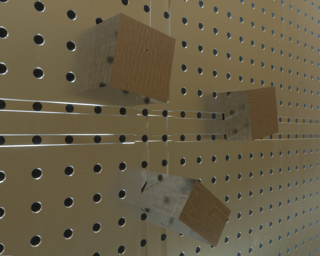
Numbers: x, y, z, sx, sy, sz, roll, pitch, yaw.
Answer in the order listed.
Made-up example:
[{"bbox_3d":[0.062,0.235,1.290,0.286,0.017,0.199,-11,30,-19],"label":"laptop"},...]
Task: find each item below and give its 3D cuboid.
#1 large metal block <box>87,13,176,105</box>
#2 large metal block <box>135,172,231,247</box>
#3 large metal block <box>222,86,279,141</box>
[{"bbox_3d":[-0.033,-0.076,0.367,0.081,0.050,0.080,13,82,-40],"label":"large metal block"},{"bbox_3d":[0.030,0.103,0.401,0.080,0.080,0.050,44,63,-32],"label":"large metal block"},{"bbox_3d":[0.154,-0.026,0.526,0.081,0.050,0.079,-11,98,-40],"label":"large metal block"}]
